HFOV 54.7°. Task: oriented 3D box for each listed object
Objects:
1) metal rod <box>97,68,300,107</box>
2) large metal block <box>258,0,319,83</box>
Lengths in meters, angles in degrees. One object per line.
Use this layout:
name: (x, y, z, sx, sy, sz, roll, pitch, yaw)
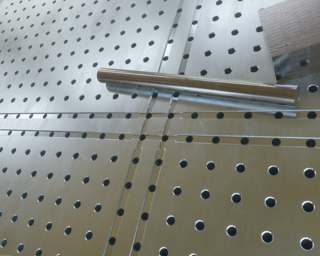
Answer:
metal rod: (0.030, -0.061, 0.428, 0.300, 0.025, 0.025, 12, 68, 32)
large metal block: (0.170, -0.110, 0.370, 0.080, 0.050, 0.080, -15, 56, 19)
